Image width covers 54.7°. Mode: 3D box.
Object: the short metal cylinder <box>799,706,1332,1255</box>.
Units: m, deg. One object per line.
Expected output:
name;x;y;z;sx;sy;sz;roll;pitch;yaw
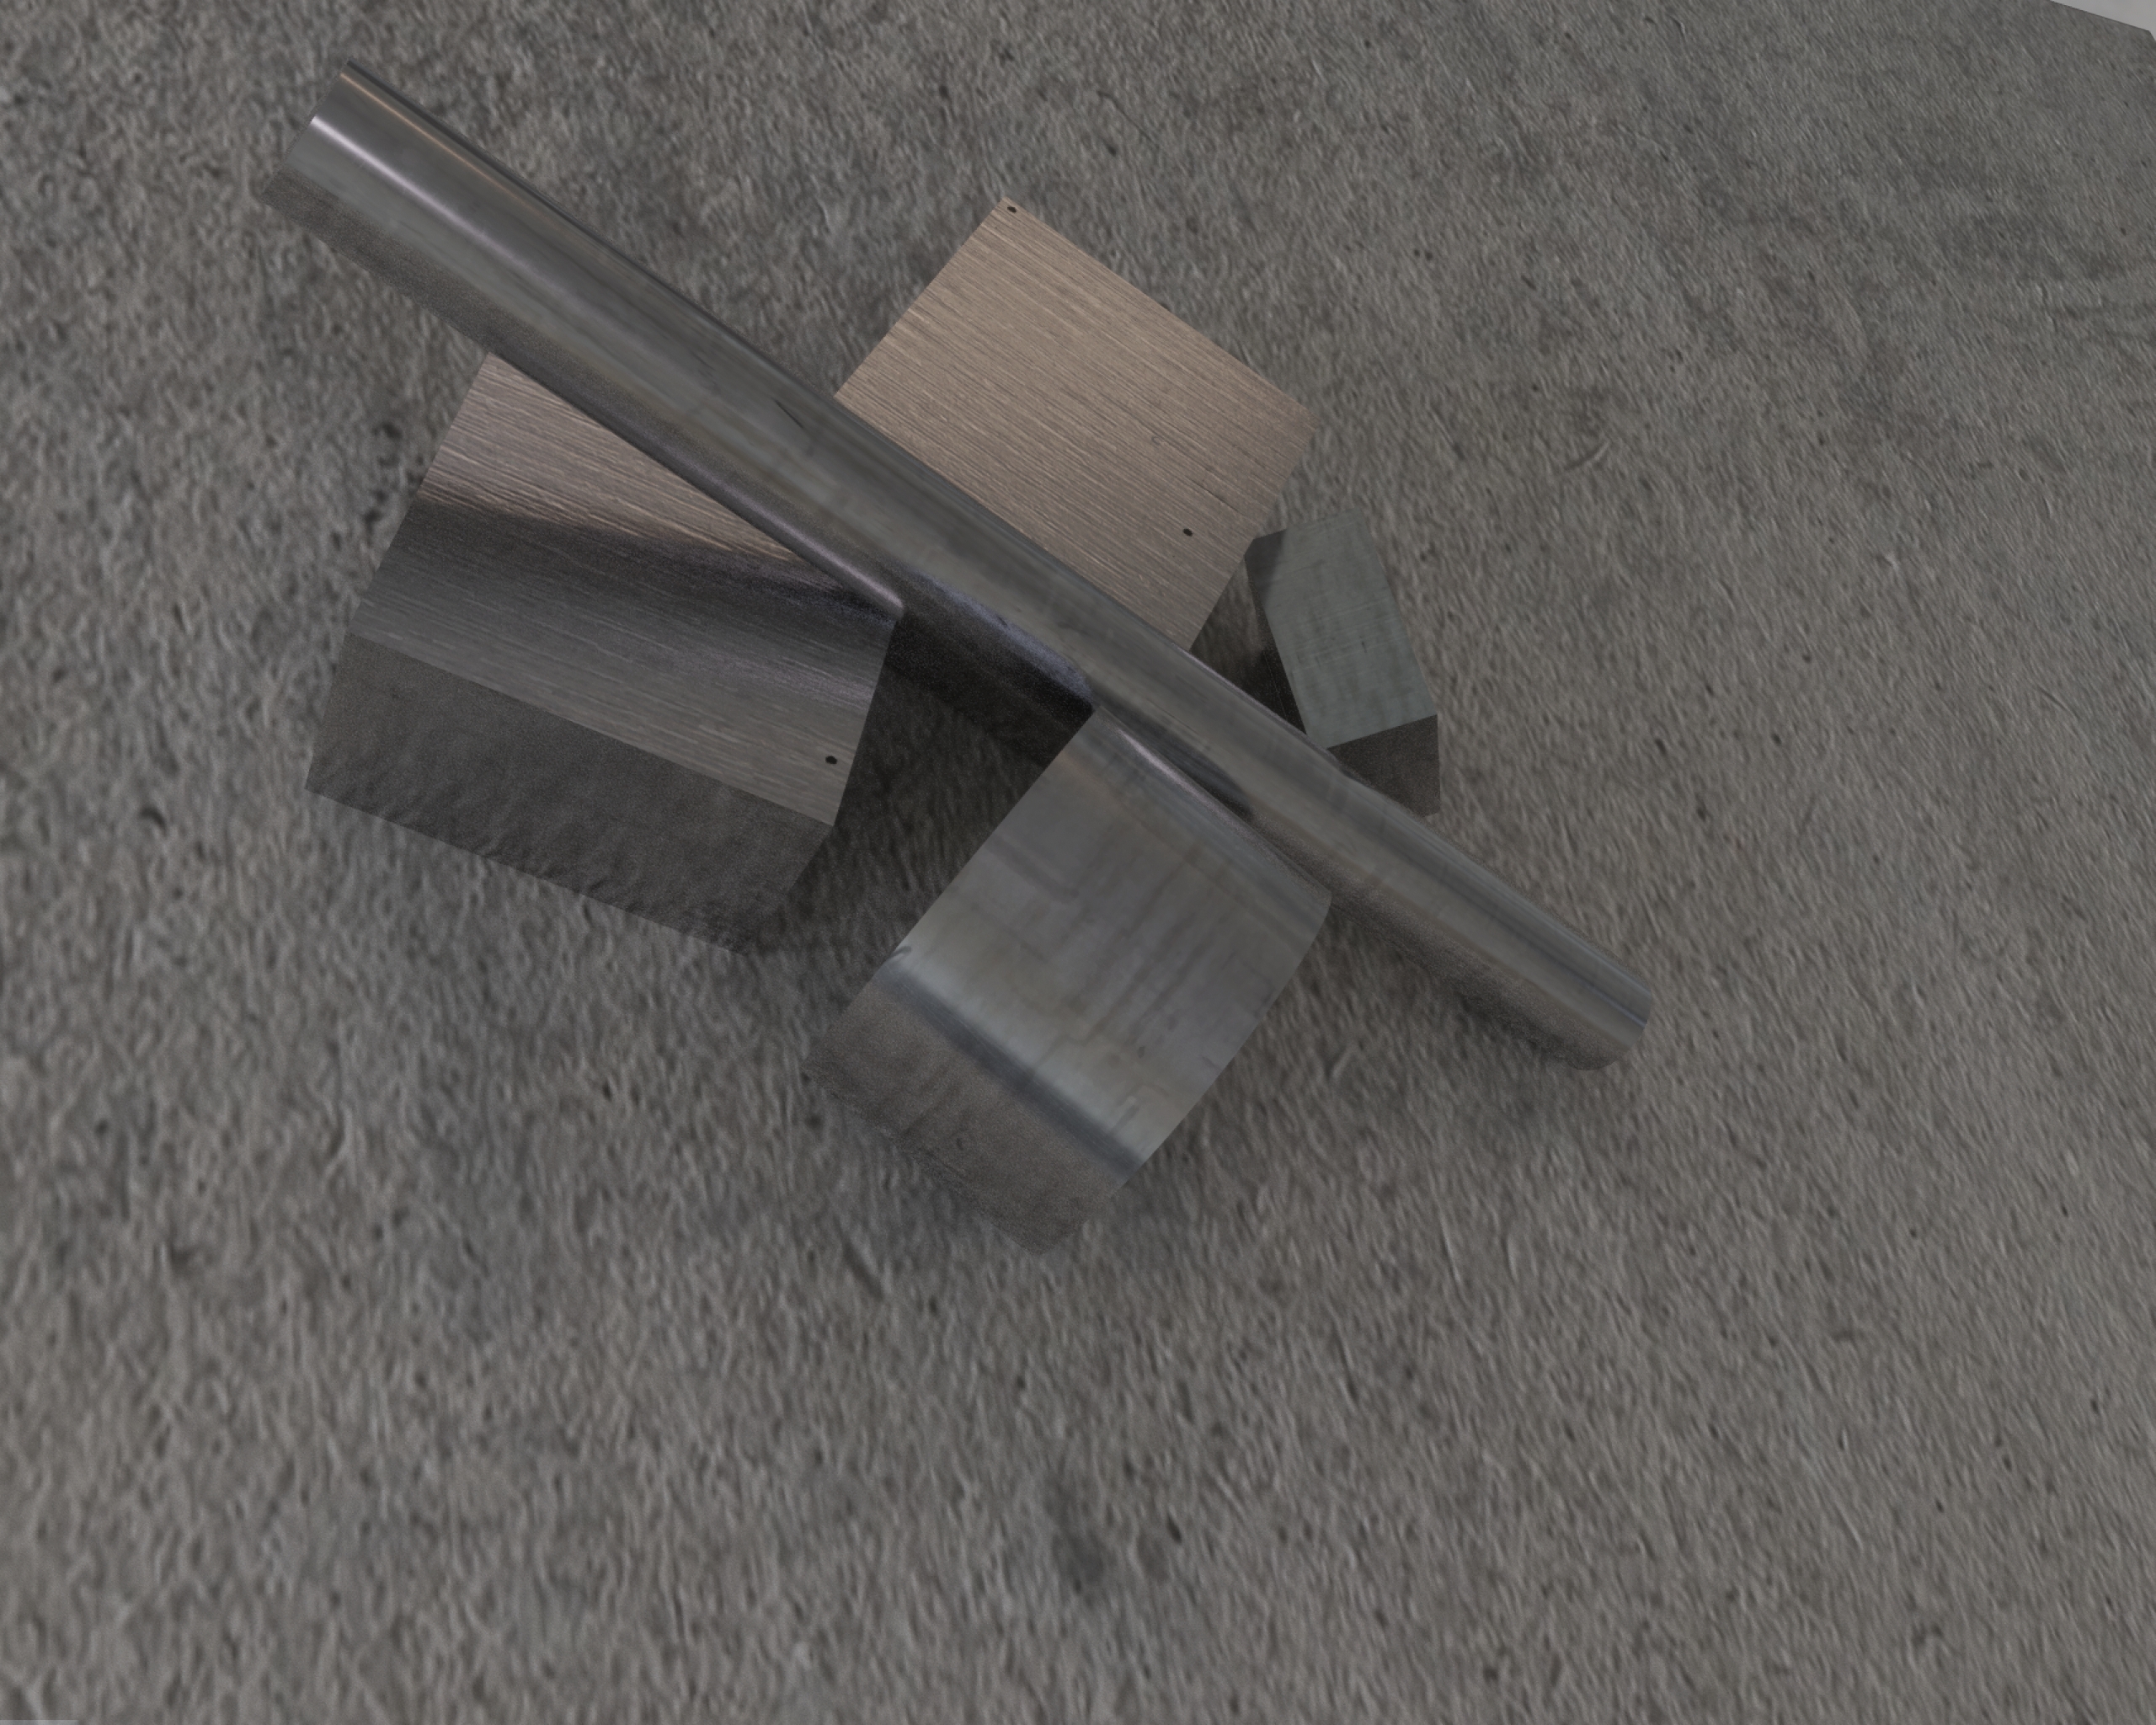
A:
short metal cylinder;-0.002;0.020;0.356;0.050;0.080;0.080;40;51;-2

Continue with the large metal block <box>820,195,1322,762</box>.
large metal block;-0.008;-0.076;0.428;0.080;0.050;0.080;34;51;-6

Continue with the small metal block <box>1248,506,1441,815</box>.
small metal block;0.056;-0.038;0.440;0.025;0.050;0.050;-17;67;4

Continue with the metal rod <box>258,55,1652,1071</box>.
metal rod;0.000;-0.037;0.375;0.301;0.025;0.025;32;50;-28

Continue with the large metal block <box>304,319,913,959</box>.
large metal block;-0.079;-0.041;0.371;0.080;0.050;0.080;23;53;-15
